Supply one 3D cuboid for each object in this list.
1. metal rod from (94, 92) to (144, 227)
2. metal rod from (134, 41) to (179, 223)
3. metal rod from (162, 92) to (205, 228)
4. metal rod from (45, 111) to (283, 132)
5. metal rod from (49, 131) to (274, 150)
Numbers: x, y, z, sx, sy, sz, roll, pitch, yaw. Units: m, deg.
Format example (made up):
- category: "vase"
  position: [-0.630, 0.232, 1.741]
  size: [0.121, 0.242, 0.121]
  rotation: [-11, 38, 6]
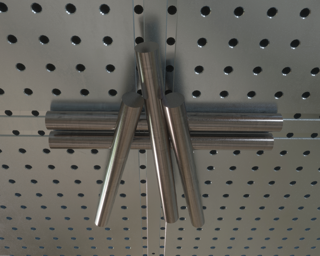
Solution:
- category: "metal rod"
  position: [-0.066, 0.067, 0.443]
  size: [0.025, 0.025, 0.298]
  rotation: [11, 136, -10]
- category: "metal rod"
  position: [0.002, 0.031, 0.406]
  size: [0.025, 0.025, 0.298]
  rotation: [-5, 130, 4]
- category: "metal rod"
  position: [0.041, 0.068, 0.446]
  size: [0.025, 0.025, 0.299]
  rotation: [-8, 137, 6]
- category: "metal rod"
  position: [0.006, -0.009, 0.405]
  size: [0.302, 0.025, 0.025]
  rotation: [1, 130, -1]
- category: "metal rod"
  position: [0.003, 0.018, 0.427]
  size: [0.302, 0.025, 0.025]
  rotation: [1, 130, -1]
